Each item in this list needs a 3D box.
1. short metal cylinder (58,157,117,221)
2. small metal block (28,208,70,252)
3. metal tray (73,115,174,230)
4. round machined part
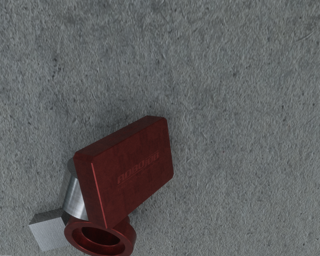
[{"bbox_3d":[-0.087,0.076,0.407,0.080,0.080,0.050,17,109,-7],"label":"short metal cylinder"},{"bbox_3d":[-0.159,0.152,0.463,0.050,0.025,0.050,-15,110,5],"label":"small metal block"},{"bbox_3d":[-0.036,0.047,0.375,0.030,0.131,0.089,8,115,36],"label":"metal tray"},{"bbox_3d":[-0.081,0.143,0.440,0.098,0.042,0.097,7,132,8],"label":"round machined part"}]
